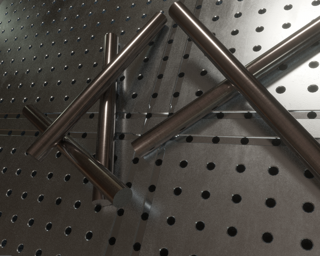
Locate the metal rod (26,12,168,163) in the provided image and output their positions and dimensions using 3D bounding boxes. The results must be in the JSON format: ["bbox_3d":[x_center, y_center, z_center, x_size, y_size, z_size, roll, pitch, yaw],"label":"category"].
[{"bbox_3d":[-0.082,-0.073,0.462,0.025,0.025,0.301,20,62,35],"label":"metal rod"}]

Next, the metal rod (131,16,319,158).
[{"bbox_3d":[0.094,-0.055,0.391,0.300,0.025,0.025,-34,52,5],"label":"metal rod"}]

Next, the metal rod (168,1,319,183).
[{"bbox_3d":[0.095,-0.057,0.362,0.025,0.025,0.299,-36,61,4],"label":"metal rod"}]

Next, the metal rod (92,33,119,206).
[{"bbox_3d":[-0.079,-0.033,0.467,0.025,0.025,0.299,-16,55,19],"label":"metal rod"}]

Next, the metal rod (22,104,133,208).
[{"bbox_3d":[-0.135,0.023,0.440,0.300,0.025,0.025,29,78,44],"label":"metal rod"}]
